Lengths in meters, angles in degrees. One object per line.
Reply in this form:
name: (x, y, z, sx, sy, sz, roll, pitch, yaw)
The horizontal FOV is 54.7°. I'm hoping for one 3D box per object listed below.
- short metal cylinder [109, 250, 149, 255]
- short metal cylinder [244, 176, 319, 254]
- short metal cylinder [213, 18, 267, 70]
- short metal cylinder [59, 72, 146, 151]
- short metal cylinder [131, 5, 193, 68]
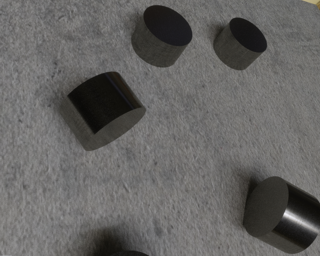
short metal cylinder: (-0.035, 0.155, 0.275, 0.081, 0.050, 0.080, 14, 56, -21)
short metal cylinder: (0.151, 0.107, 0.386, 0.050, 0.080, 0.080, 29, 52, -10)
short metal cylinder: (0.145, -0.152, 0.561, 0.081, 0.050, 0.080, 14, 56, -21)
short metal cylinder: (-0.063, -0.018, 0.346, 0.081, 0.080, 0.050, -29, 78, -38)
short metal cylinder: (0.002, -0.140, 0.476, 0.081, 0.050, 0.080, 14, 56, -21)
